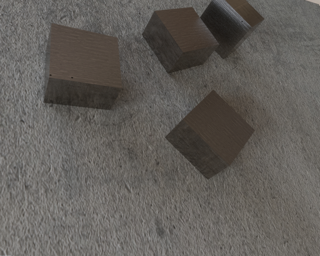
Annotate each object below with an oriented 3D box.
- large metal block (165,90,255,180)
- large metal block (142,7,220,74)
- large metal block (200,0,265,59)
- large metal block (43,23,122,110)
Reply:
[{"bbox_3d":[0.068,0.008,0.419,0.080,0.050,0.080,45,51,3],"label":"large metal block"},{"bbox_3d":[0.032,-0.140,0.491,0.081,0.050,0.080,-22,74,-36],"label":"large metal block"},{"bbox_3d":[0.119,-0.184,0.544,0.080,0.080,0.050,47,51,5],"label":"large metal block"},{"bbox_3d":[-0.096,-0.073,0.380,0.081,0.050,0.080,6,59,-25],"label":"large metal block"}]
